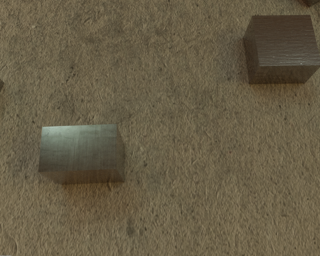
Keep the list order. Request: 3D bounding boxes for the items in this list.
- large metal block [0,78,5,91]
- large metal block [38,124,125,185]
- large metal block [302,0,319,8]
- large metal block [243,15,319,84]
[{"bbox_3d":[-0.272,-0.047,0.410,0.080,0.050,0.080,14,71,5],"label":"large metal block"},{"bbox_3d":[-0.086,0.034,0.366,0.081,0.080,0.050,-2,70,-1],"label":"large metal block"},{"bbox_3d":[0.249,-0.252,0.488,0.080,0.050,0.080,-32,73,-11],"label":"large metal block"},{"bbox_3d":[0.168,-0.109,0.436,0.081,0.050,0.080,-1,70,-1],"label":"large metal block"}]
